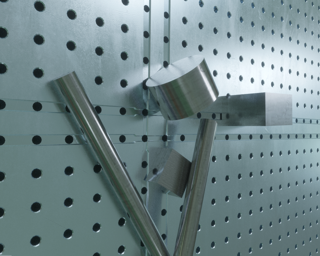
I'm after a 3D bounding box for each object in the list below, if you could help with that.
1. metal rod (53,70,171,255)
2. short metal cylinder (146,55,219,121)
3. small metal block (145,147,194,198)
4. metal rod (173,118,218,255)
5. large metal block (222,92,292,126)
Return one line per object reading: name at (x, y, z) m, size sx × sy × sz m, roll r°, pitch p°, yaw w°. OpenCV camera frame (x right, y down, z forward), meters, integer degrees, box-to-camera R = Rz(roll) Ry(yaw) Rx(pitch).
metal rod at (-0.043, 0.073, 0.375) m, size 0.025 × 0.025 × 0.299 m, roll -38°, pitch 114°, yaw -34°
short metal cylinder at (0.029, -0.053, 0.400) m, size 0.080 × 0.080 × 0.050 m, roll -43°, pitch 117°, yaw -32°
small metal block at (0.015, 0.061, 0.424) m, size 0.050 × 0.025 × 0.050 m, roll 38°, pitch 66°, yaw -34°
metal rod at (0.037, 0.133, 0.409) m, size 0.025 × 0.025 × 0.299 m, roll 21°, pitch 76°, yaw -38°
large metal block at (0.160, -0.029, 0.510) m, size 0.081 × 0.080 × 0.050 m, roll -2°, pitch 92°, yaw -40°
